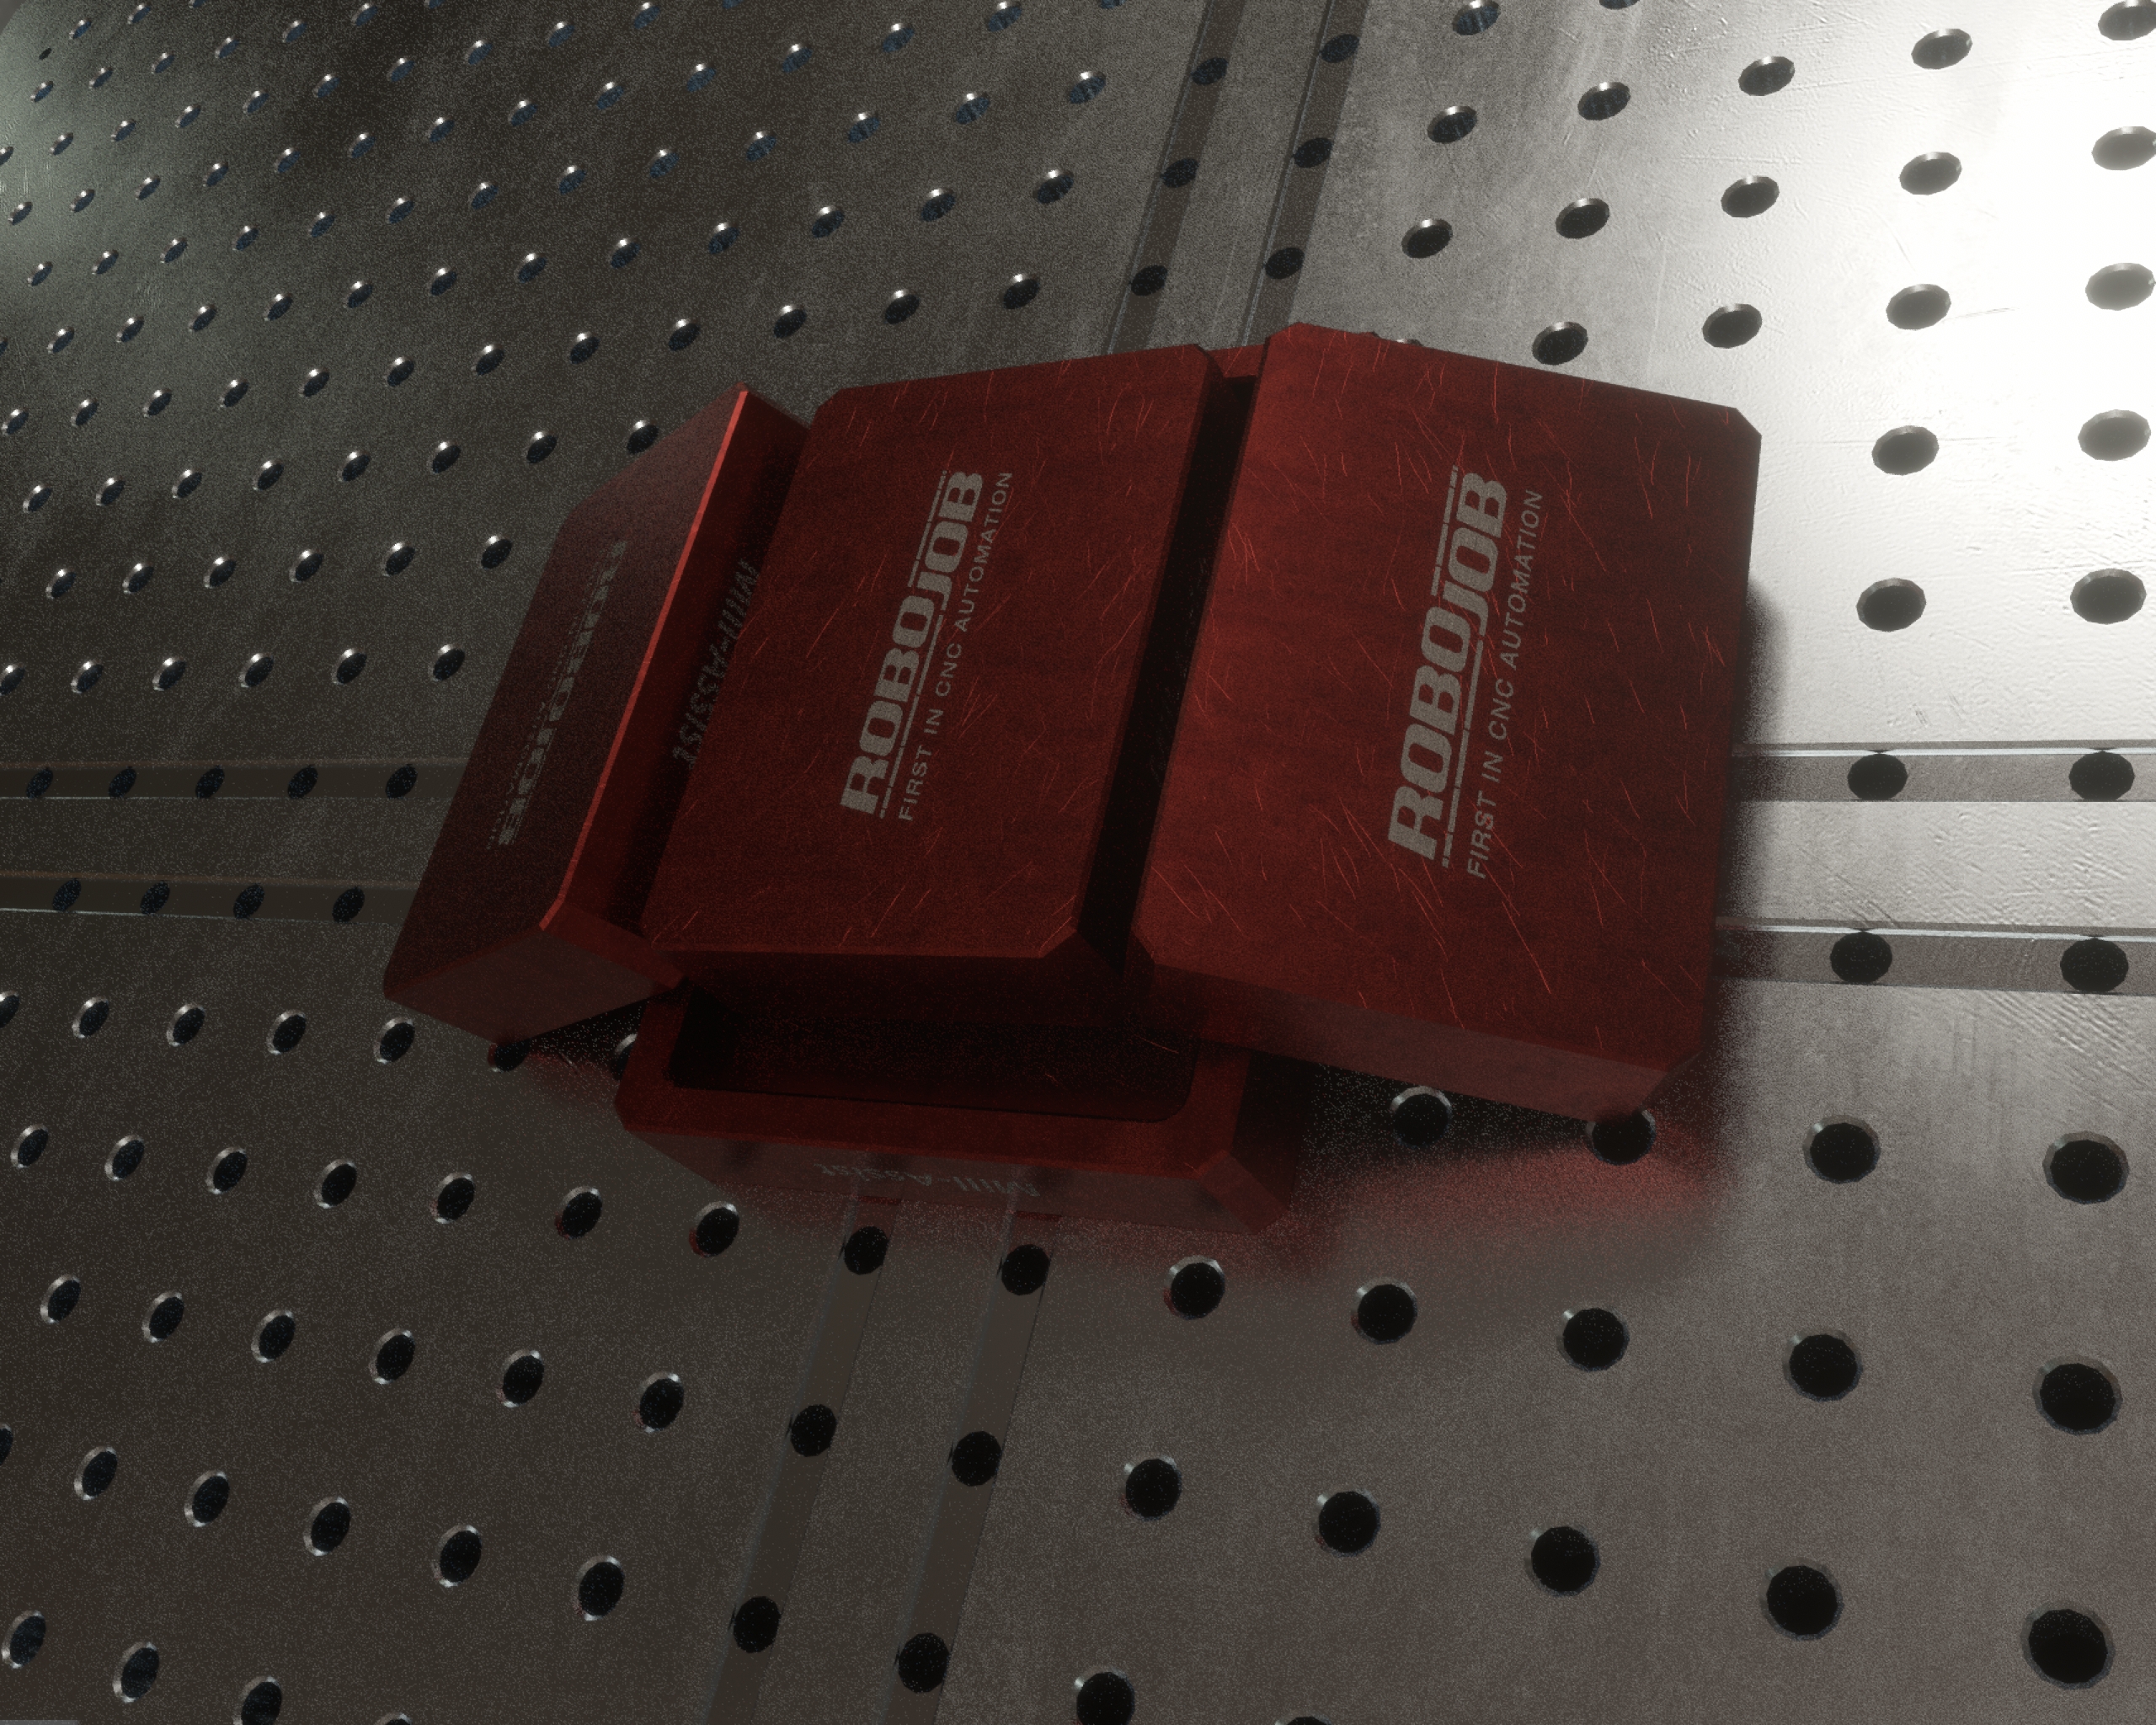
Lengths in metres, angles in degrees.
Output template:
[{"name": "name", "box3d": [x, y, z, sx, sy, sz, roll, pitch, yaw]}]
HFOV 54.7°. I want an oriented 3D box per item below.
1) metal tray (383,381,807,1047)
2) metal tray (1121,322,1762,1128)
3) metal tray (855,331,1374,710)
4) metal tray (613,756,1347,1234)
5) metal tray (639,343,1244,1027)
[{"name": "metal tray", "box3d": [-0.099, -0.031, 0.451, 0.090, 0.030, 0.130, -19, 50, 49]}, {"name": "metal tray", "box3d": [0.065, -0.027, 0.362, 0.090, 0.030, 0.130, 12, 65, 3]}, {"name": "metal tray", "box3d": [0.002, -0.061, 0.440, 0.130, 0.030, 0.090, 1, 62, 28]}, {"name": "metal tray", "box3d": [-0.018, 0.019, 0.402, 0.130, 0.030, 0.090, 1, 62, 28]}, {"name": "metal tray", "box3d": [-0.021, -0.035, 0.397, 0.090, 0.030, 0.130, 0, 61, 27]}]
